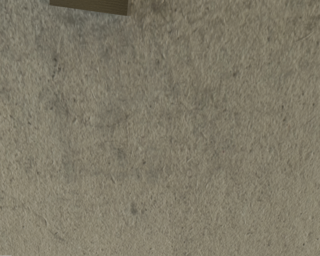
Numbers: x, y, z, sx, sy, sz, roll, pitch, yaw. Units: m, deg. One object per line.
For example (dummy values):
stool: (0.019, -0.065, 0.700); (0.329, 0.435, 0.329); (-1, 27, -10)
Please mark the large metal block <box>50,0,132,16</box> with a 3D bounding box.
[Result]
large metal block: (-0.070, -0.168, 0.333); (0.081, 0.050, 0.079); (7, 110, -3)
